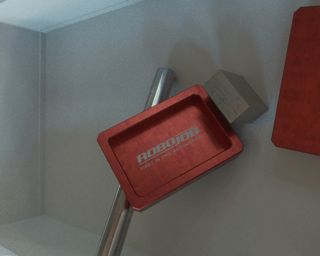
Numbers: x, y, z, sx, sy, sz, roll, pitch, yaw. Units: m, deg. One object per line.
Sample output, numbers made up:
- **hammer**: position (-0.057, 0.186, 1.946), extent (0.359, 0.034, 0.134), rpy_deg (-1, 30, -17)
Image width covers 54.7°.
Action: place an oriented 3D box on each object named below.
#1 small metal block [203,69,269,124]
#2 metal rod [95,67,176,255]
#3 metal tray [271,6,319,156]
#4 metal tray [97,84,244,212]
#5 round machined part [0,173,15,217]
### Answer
- **small metal block**: position (0.080, -0.032, 0.324), extent (0.025, 0.050, 0.050), rpy_deg (-46, 63, 30)
- **metal rod**: position (-0.033, 0.063, 0.350), extent (0.025, 0.025, 0.299), rpy_deg (-1, 64, 39)
- **metal tray**: position (0.158, -0.039, 0.273), extent (0.090, 0.030, 0.129), rpy_deg (13, 98, 39)
- **metal tray**: position (0.011, 0.020, 0.336), extent (0.131, 0.030, 0.090), rpy_deg (-28, 72, -10)
- **round machined part**: position (-0.373, 0.153, 0.701), extent (0.098, 0.042, 0.097), rpy_deg (0, 90, 39)
